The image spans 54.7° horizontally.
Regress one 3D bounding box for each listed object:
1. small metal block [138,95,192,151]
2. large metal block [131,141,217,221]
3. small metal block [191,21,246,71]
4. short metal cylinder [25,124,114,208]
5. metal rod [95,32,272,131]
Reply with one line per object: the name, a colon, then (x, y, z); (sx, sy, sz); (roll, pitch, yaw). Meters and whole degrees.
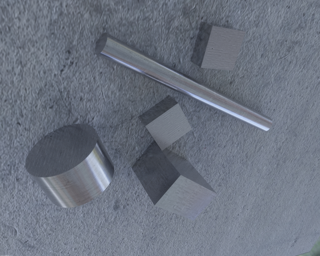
small metal block: (0.007, -0.006, 0.409); (0.050, 0.025, 0.050); (-36, 129, -5)
large metal block: (0.019, 0.072, 0.428); (0.080, 0.080, 0.050); (33, 100, -39)
small metal block: (0.072, -0.101, 0.385); (0.050, 0.025, 0.050); (-1, 119, -28)
short metal cylinder: (-0.098, 0.040, 0.344); (0.080, 0.080, 0.050); (-28, 128, -11)
metal rod: (0.054, -0.047, 0.409); (0.302, 0.025, 0.025); (19, 108, -36)
